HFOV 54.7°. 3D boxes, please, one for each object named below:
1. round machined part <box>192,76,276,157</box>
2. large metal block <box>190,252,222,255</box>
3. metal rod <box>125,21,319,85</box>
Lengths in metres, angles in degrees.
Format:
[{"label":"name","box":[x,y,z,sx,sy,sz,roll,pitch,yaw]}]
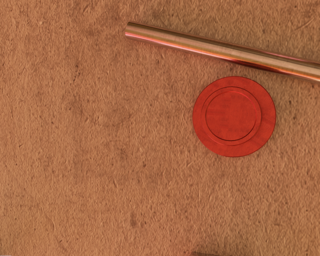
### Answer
[{"label":"round machined part","box":[0.087,-0.014,0.369,0.098,0.042,0.097,0,90,19]},{"label":"large metal block","box":[0.071,0.203,0.370,0.080,0.050,0.079,0,90,19]},{"label":"metal rod","box":[0.095,-0.089,0.375,0.301,0.025,0.025,18,96,18]}]
